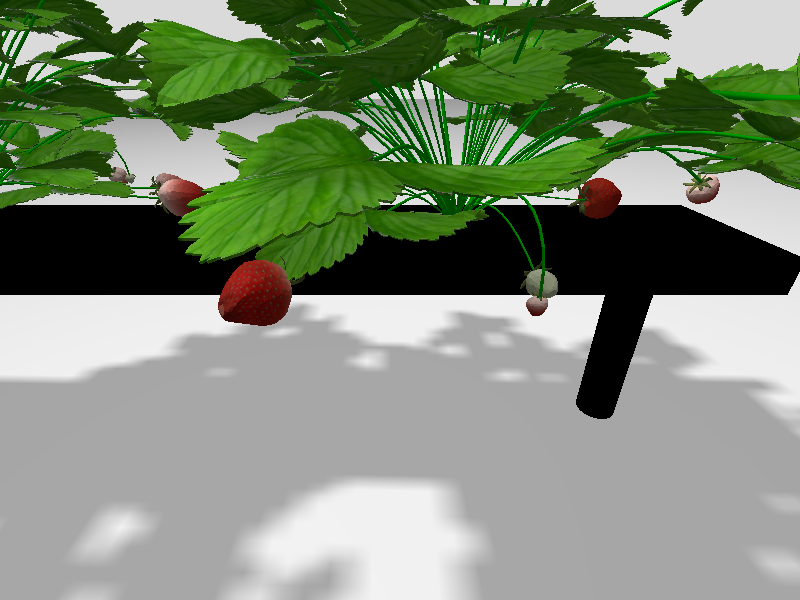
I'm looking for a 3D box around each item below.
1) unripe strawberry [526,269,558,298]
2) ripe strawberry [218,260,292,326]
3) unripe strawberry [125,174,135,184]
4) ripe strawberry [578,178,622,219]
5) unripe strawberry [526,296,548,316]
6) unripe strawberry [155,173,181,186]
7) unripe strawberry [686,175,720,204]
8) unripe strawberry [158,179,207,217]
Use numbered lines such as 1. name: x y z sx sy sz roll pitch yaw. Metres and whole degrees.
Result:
1. unripe strawberry: 0.083 -0.009 0.233 0.019 0.016 0.019 -6 37 -12
2. ripe strawberry: -0.075 -0.002 0.204 0.034 0.036 0.037 19 34 31
3. unripe strawberry: -0.339 -0.152 0.502 0.011 0.011 0.010 10 30 18
4. ripe strawberry: 0.191 -0.097 0.379 0.038 0.037 0.035 -5 29 -11
5. unripe strawberry: 0.074 0.003 0.216 0.012 0.012 0.010 -4 29 -7
6. unripe strawberry: -0.246 -0.122 0.431 0.027 0.029 0.025 -15 32 -26
7. unripe strawberry: 0.314 -0.112 0.413 0.028 0.029 0.026 33 14 -28
8. unripe strawberry: -0.202 -0.097 0.376 0.040 0.034 0.039 -3 28 -7
